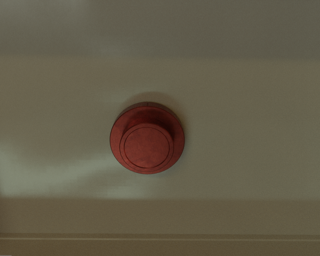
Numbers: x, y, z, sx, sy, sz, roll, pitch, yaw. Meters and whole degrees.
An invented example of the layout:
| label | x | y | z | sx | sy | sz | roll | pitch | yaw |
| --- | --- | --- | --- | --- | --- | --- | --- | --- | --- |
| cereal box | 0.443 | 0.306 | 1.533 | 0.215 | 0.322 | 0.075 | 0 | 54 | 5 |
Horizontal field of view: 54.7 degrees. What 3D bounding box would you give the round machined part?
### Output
| label | x | y | z | sx | sy | sz | roll | pitch | yaw |
| --- | --- | --- | --- | --- | --- | --- | --- | --- | --- |
| round machined part | -0.017 | 0.018 | 0.405 | 0.099 | 0.042 | 0.097 | 0 | 110 | -1 |
